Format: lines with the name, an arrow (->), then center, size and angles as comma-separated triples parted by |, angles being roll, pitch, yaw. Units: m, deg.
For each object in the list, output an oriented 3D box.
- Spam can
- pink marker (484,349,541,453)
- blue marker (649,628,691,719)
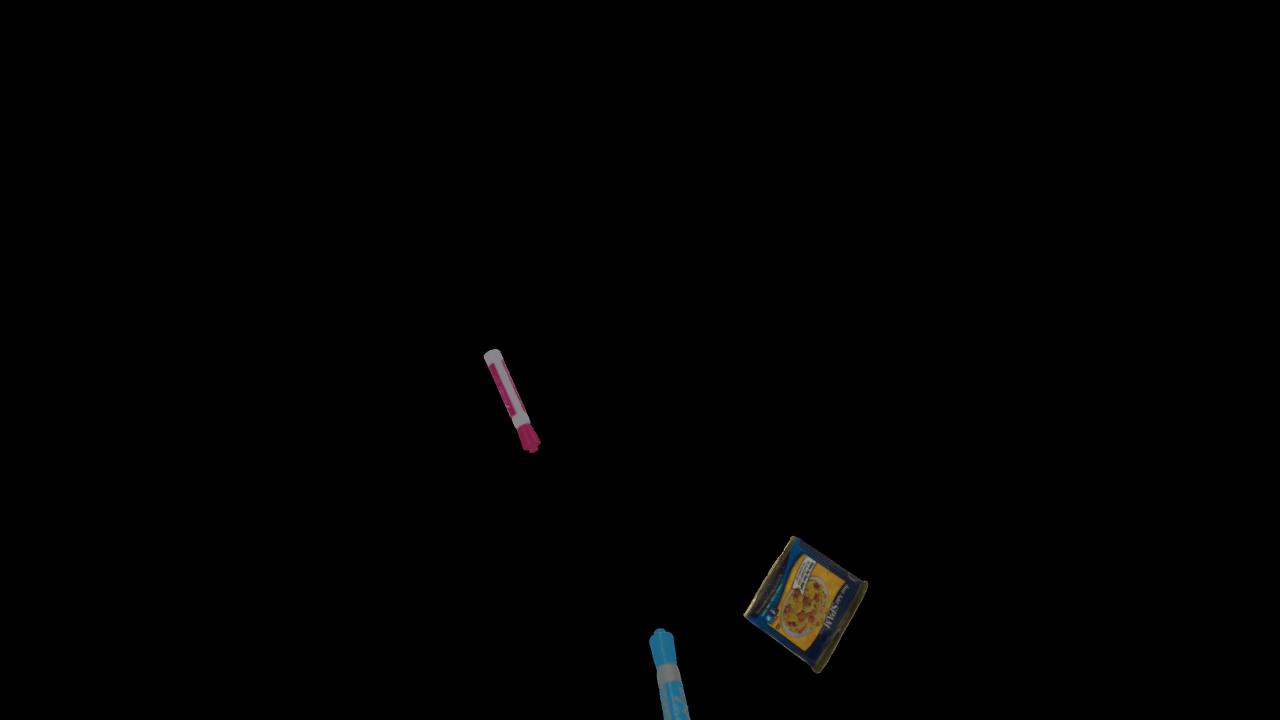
Spam can -> 0.166, 0.244, 0.622 | 0.085, 0.101, 0.058 | 32, -16, 18
pink marker -> -0.134, 0.043, 0.645 | 0.020, 0.121, 0.020 | -24, -21, -10
blue marker -> 0.025, 0.242, 0.420 | 0.020, 0.020, 0.121 | 0, 37, -12
